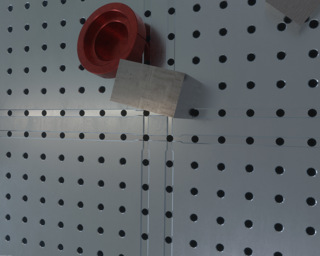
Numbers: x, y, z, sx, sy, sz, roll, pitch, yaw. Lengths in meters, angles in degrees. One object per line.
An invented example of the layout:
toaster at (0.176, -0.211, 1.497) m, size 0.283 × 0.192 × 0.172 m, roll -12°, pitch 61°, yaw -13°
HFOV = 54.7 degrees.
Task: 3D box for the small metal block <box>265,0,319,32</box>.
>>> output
small metal block at (0.159, -0.148, 0.356) m, size 0.050 × 0.025 × 0.050 m, roll 43°, pitch 103°, yaw 15°

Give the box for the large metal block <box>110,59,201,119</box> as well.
large metal block at (-0.002, -0.046, 0.384) m, size 0.080 × 0.080 × 0.050 m, roll 16°, pitch 96°, yaw 19°

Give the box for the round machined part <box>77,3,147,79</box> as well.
round machined part at (-0.060, -0.113, 0.417) m, size 0.098 × 0.042 × 0.098 m, roll -6°, pitch 77°, yaw 28°
